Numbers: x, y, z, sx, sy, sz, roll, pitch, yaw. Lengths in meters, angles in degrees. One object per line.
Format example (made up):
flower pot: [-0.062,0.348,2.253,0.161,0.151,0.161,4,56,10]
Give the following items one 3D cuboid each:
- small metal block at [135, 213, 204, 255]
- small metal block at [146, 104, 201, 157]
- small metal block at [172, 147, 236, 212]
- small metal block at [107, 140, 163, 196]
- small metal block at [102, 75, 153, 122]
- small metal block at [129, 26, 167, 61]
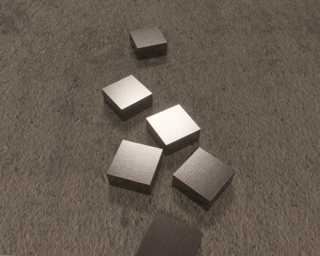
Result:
small metal block: [0.009,0.120,0.303,0.050,0.025,0.050,20,53,15]
small metal block: [0.016,0.002,0.402,0.050,0.025,0.050,-24,54,-19]
small metal block: [0.050,0.058,0.355,0.050,0.025,0.050,33,57,24]
small metal block: [-0.028,0.046,0.364,0.050,0.025,0.050,13,51,10]
small metal block: [-0.046,-0.043,0.439,0.050,0.025,0.050,-31,57,-24]
small metal block: [-0.020,-0.143,0.524,0.050,0.025,0.050,-14,52,-12]
